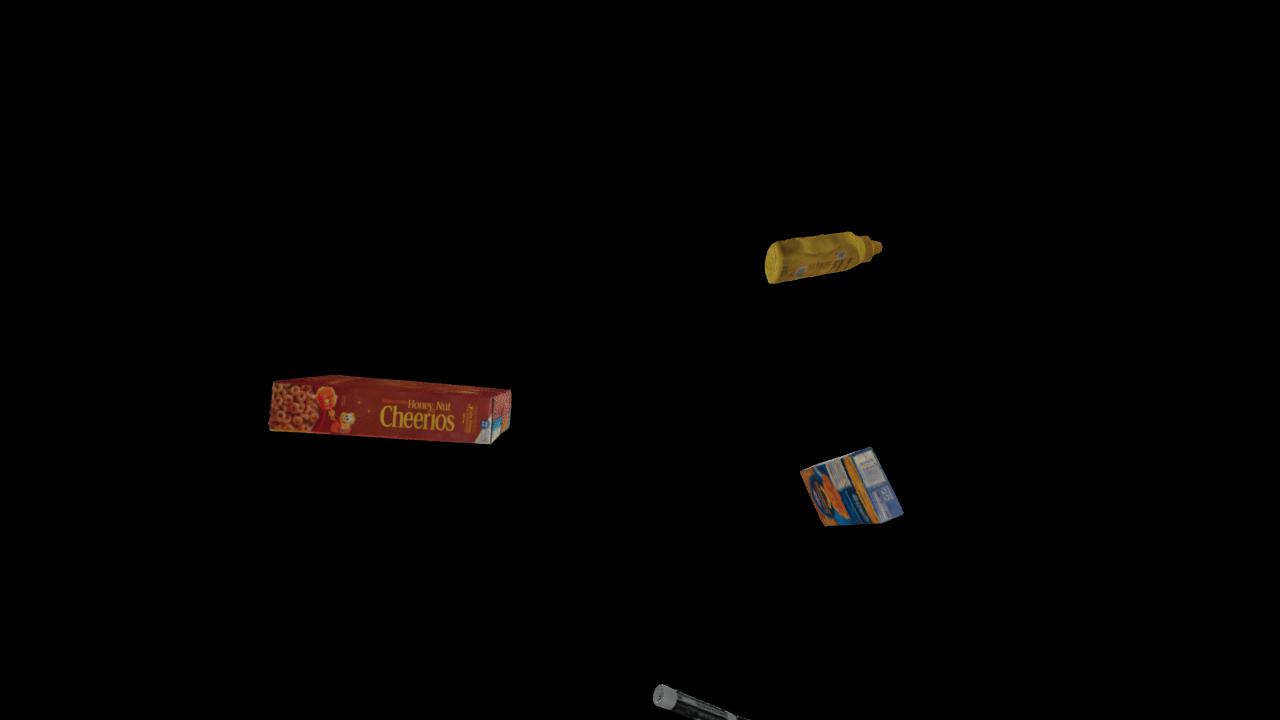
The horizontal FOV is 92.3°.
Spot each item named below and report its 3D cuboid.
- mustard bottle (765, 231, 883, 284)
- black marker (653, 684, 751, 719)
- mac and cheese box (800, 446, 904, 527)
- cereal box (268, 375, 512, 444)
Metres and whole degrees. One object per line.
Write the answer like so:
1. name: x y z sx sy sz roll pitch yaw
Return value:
1. mustard bottle: 0.297 -0.167 0.980 0.184 0.054 0.092 -10 -27 -6
2. black marker: 0.066 0.344 0.599 0.121 0.020 0.020 31 -12 -20
3. mac and cheese box: 0.287 0.181 0.856 0.041 0.093 0.184 -21 -14 -11
4. cereal box: -0.362 0.074 0.946 0.306 0.081 0.203 5 0 -6
